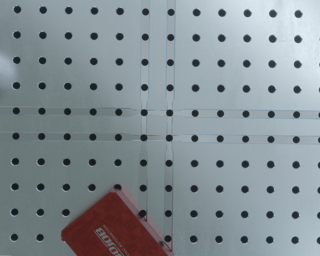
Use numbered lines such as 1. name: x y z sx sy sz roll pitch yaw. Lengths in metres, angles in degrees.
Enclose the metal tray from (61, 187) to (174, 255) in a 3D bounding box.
1. metal tray: -0.054 0.157 0.410 0.090 0.030 0.130 -39 90 0
